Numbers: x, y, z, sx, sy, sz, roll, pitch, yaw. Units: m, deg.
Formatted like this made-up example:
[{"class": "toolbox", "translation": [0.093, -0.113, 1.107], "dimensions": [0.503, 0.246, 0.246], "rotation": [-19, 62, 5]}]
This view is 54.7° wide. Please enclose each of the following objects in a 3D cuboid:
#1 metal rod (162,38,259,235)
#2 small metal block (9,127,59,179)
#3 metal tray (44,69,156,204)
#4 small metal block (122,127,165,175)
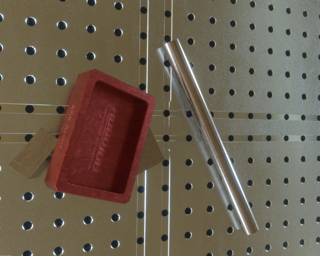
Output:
[{"class": "metal rod", "translation": [0.075, 0.018, 0.441], "dimensions": [0.025, 0.025, 0.299], "rotation": [-28, 99, -18]}, {"class": "small metal block", "translation": [-0.135, 0.029, 0.348], "dimensions": [0.025, 0.050, 0.050], "rotation": [38, 78, -4]}, {"class": "metal tray", "translation": [-0.062, 0.012, 0.345], "dimensions": [0.091, 0.030, 0.129], "rotation": [22, 76, -37]}, {"class": "small metal block", "translation": [-0.029, 0.030, 0.403], "dimensions": [0.050, 0.025, 0.050], "rotation": [-27, 99, -18]}]
